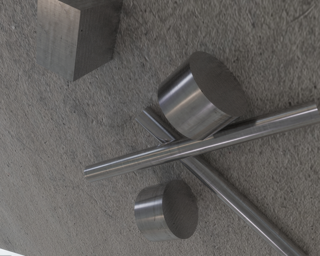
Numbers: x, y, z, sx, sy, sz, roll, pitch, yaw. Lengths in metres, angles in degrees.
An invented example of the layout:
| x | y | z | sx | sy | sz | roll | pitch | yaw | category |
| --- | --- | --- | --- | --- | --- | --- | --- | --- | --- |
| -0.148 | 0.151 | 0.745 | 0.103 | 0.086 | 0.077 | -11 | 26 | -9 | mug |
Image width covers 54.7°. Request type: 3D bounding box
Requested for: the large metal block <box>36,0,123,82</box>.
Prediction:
| x | y | z | sx | sy | sz | roll | pitch | yaw | category |
| --- | --- | --- | --- | --- | --- | --- | --- | --- | --- |
| -0.090 | -0.111 | 0.350 | 0.050 | 0.080 | 0.079 | 27 | 128 | 11 | large metal block |

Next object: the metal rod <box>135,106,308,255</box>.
| x | y | z | sx | sy | sz | roll | pitch | yaw | category |
| --- | --- | --- | --- | --- | --- | --- | --- | --- | --- |
| 0.085 | 0.082 | 0.412 | 0.300 | 0.025 | 0.025 | 43 | 129 | -2 | metal rod |

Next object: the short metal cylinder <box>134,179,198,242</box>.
| x | y | z | sx | sy | sz | roll | pitch | yaw | category |
| --- | --- | --- | --- | --- | --- | --- | --- | --- | --- |
| 0.010 | 0.117 | 0.439 | 0.050 | 0.080 | 0.080 | -22 | 107 | 36 | short metal cylinder |

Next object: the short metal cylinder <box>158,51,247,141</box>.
| x | y | z | sx | sy | sz | roll | pitch | yaw | category |
| --- | --- | --- | --- | --- | --- | --- | --- | --- | --- |
| 0.045 | -0.033 | 0.327 | 0.080 | 0.080 | 0.050 | 47 | 129 | -5 | short metal cylinder |

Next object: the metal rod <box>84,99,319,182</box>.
| x | y | z | sx | sy | sz | roll | pitch | yaw | category |
| --- | --- | --- | --- | --- | --- | --- | --- | --- | --- |
| 0.030 | 0.024 | 0.377 | 0.300 | 0.025 | 0.025 | -18 | 109 | 25 | metal rod |
